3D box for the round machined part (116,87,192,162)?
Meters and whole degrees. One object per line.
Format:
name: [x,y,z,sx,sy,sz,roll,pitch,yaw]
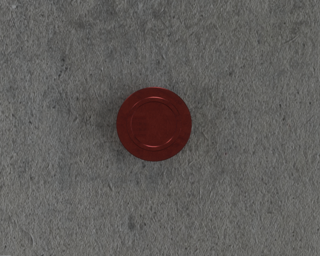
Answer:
round machined part: [-0.008,-0.005,0.402,0.099,0.042,0.097,0,90,-1]
